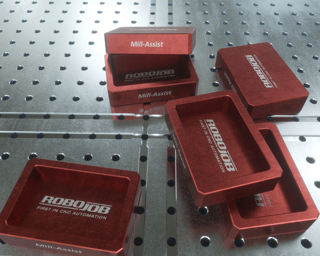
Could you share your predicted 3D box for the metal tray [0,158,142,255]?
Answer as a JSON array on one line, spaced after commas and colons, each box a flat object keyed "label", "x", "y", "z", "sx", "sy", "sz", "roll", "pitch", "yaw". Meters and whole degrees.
[{"label": "metal tray", "x": -0.093, "y": 0.084, "z": 0.333, "sx": 0.131, "sy": 0.030, "sz": 0.090, "roll": 7, "pitch": 50, "yaw": 6}]

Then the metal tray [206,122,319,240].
[{"label": "metal tray", "x": 0.109, "y": 0.055, "z": 0.358, "sx": 0.091, "sy": 0.030, "sz": 0.130, "roll": -6, "pitch": 50, "yaw": -5}]

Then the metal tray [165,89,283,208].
[{"label": "metal tray", "x": 0.065, "y": 0.016, "z": 0.351, "sx": 0.091, "sy": 0.030, "sz": 0.130, "roll": -11, "pitch": 51, "yaw": -9}]

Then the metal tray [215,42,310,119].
[{"label": "metal tray", "x": 0.149, "y": -0.075, "z": 0.469, "sx": 0.091, "sy": 0.030, "sz": 0.130, "roll": -10, "pitch": 51, "yaw": -9}]

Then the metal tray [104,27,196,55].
[{"label": "metal tray", "x": -0.011, "y": -0.140, "z": 0.491, "sx": 0.130, "sy": 0.030, "sz": 0.090, "roll": 3, "pitch": 24, "yaw": 9}]

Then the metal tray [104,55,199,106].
[{"label": "metal tray", "x": -0.015, "y": -0.082, "z": 0.473, "sx": 0.131, "sy": 0.030, "sz": 0.090, "roll": -8, "pitch": 50, "yaw": -7}]
